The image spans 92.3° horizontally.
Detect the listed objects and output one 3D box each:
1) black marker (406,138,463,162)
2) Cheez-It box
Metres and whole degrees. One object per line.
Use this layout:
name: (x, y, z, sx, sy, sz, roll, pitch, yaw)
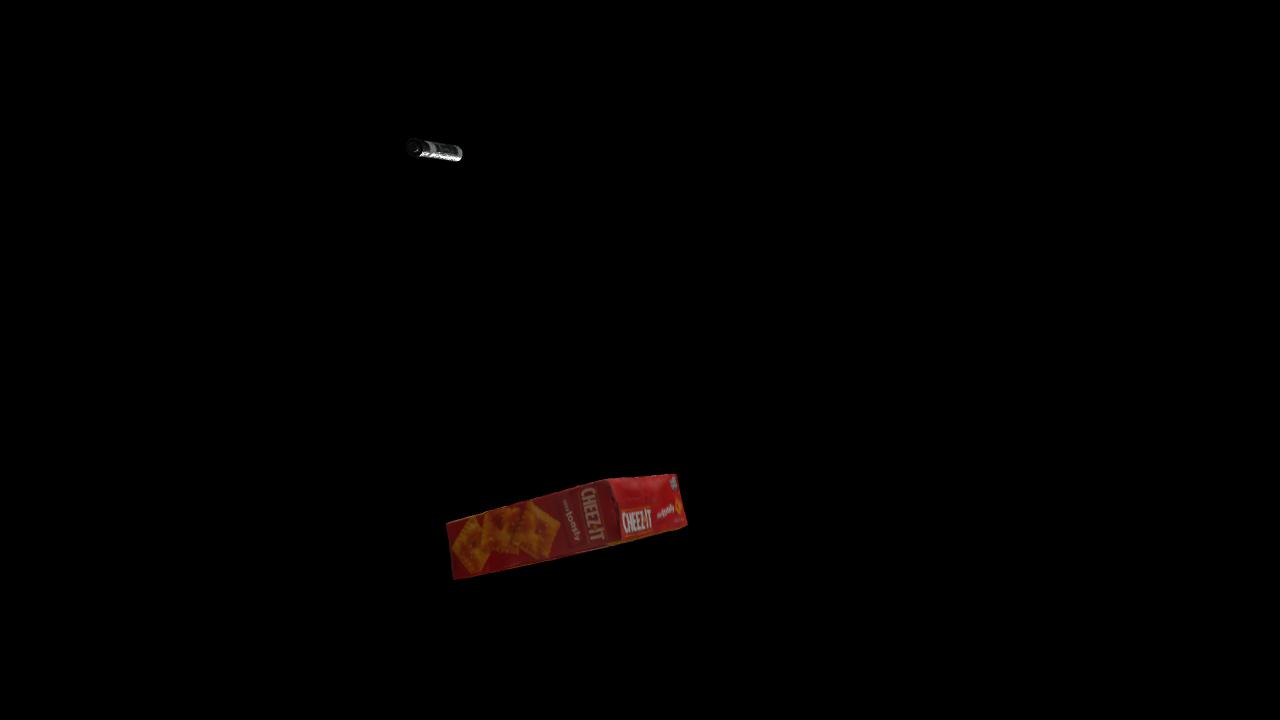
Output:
black marker: (-0.230, -0.235, 0.691, 0.020, 0.020, 0.121, 0, 16, 5)
Cheez-It box: (-0.080, 0.186, 0.701, 0.223, 0.071, 0.166, -20, -15, 24)
